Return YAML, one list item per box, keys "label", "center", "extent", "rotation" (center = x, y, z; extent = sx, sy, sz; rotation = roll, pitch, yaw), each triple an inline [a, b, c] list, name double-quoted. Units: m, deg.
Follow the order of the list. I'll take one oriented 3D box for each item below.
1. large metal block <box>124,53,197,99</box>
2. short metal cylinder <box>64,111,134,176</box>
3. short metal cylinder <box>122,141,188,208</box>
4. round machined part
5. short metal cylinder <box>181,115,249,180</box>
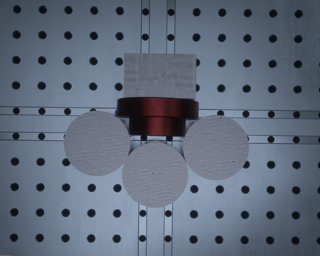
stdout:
- label: "large metal block"
  center: [0.000, -0.058, 0.385]
  extent: [0.081, 0.080, 0.050]
  rotation: [1, 90, 0]
- label: "short metal cylinder"
  center: [-0.076, 0.019, 0.400]
  extent: [0.081, 0.050, 0.079]
  rotation: [0, 90, 0]
- label: "short metal cylinder"
  center: [-0.006, 0.057, 0.401]
  extent: [0.081, 0.050, 0.079]
  rotation: [0, 90, 0]
- label: "round machined part"
  center: [-0.003, -0.011, 0.375]
  extent: [0.099, 0.098, 0.042]
  rotation: [2, 90, 0]
- label: "short metal cylinder"
  center: [0.068, 0.024, 0.402]
  extent: [0.081, 0.050, 0.079]
  rotation: [0, 90, 0]
